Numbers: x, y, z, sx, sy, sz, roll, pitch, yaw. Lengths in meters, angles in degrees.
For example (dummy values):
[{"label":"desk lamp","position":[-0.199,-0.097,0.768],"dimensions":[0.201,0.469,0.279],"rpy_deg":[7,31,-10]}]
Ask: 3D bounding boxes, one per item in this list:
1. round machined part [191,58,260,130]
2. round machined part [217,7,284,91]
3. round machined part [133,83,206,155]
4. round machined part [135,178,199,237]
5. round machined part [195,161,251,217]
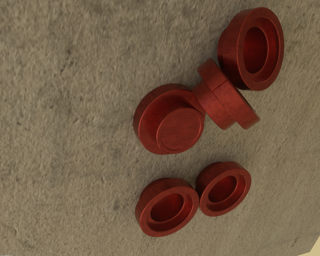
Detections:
[{"label":"round machined part","position":[0.076,-0.036,0.383],"dimensions":[0.042,0.098,0.098],"rpy_deg":[-39,131,17]},{"label":"round machined part","position":[0.109,-0.096,0.384],"dimensions":[0.099,0.042,0.097],"rpy_deg":[-9,105,-39]},{"label":"round machined part","position":[0.018,-0.005,0.404],"dimensions":[0.099,0.042,0.097],"rpy_deg":[-14,125,-21]},{"label":"round machined part","position":[0.007,0.115,0.473],"dimensions":[0.099,0.042,0.097],"rpy_deg":[-14,125,-21]},{"label":"round machined part","position":[0.098,0.095,0.510],"dimensions":[0.099,0.042,0.097],"rpy_deg":[-14,125,-21]}]
